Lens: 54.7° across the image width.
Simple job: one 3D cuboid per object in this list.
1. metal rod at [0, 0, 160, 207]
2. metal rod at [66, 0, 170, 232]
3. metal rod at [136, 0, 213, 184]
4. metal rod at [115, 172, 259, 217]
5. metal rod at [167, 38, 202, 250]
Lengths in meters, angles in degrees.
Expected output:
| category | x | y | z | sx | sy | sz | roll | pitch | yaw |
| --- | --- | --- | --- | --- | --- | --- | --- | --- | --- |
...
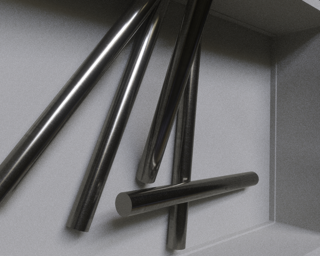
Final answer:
| category | x | y | z | sx | sy | sz | roll | pitch | yaw |
| --- | --- | --- | --- | --- | --- | --- | --- | --- | --- |
| metal rod | -0.078 | -0.055 | 0.331 | 0.025 | 0.025 | 0.300 | 45 | 66 | -31 |
| metal rod | -0.044 | -0.030 | 0.369 | 0.025 | 0.025 | 0.299 | 29 | 72 | -36 |
| metal rod | 0.023 | -0.070 | 0.342 | 0.025 | 0.025 | 0.298 | -1 | 117 | -40 |
| metal rod | 0.062 | 0.083 | 0.428 | 0.302 | 0.025 | 0.025 | 3 | 88 | -49 |
| metal rod | 0.035 | 0.015 | 0.435 | 0.025 | 0.025 | 0.298 | 8 | 85 | -40 |
